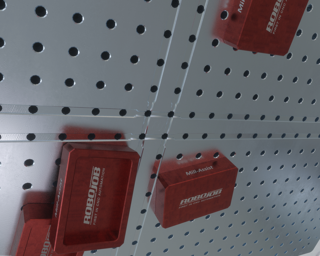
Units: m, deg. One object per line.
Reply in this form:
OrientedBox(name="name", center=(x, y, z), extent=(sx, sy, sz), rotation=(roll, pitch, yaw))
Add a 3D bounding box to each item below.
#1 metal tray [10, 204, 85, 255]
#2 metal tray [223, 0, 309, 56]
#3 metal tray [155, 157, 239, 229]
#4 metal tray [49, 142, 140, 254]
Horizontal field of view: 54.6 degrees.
OrientedBox(name="metal tray", center=(-0.151, 0.164, 0.425), extent=(0.091, 0.030, 0.129), rotation=(9, 114, -32))
OrientedBox(name="metal tray", center=(0.140, -0.160, 0.385), extent=(0.091, 0.030, 0.129), rotation=(-1, 119, -28))
OrientedBox(name="metal tray", center=(0.059, 0.104, 0.504), extent=(0.131, 0.030, 0.089), rotation=(-11, 123, -23))
OrientedBox(name="metal tray", center=(-0.082, 0.087, 0.391), extent=(0.091, 0.030, 0.129), rotation=(7, 98, -32))
